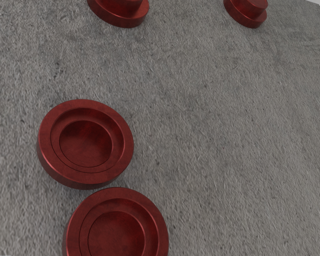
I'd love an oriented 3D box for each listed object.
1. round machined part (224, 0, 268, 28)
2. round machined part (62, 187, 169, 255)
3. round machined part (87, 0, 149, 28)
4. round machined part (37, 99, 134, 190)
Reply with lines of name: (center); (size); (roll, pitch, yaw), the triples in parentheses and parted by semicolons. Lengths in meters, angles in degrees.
round machined part: (0.187, -0.261, 0.653); (0.099, 0.042, 0.098); (14, 56, -21)
round machined part: (-0.045, 0.111, 0.301); (0.099, 0.042, 0.098); (14, 56, -21)
round machined part: (-0.062, -0.209, 0.487); (0.099, 0.042, 0.098); (14, 56, -21)
round machined part: (-0.082, 0.021, 0.336); (0.099, 0.042, 0.098); (14, 56, -21)
